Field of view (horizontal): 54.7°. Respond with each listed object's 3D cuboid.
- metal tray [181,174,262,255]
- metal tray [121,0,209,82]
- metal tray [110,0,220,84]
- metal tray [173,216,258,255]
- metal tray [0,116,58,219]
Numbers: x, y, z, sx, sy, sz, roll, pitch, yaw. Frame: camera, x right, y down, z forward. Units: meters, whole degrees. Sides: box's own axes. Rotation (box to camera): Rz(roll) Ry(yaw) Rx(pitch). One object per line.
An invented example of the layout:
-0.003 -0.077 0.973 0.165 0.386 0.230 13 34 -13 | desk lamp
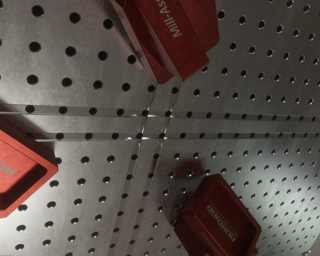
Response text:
0.101 0.149 0.492 0.130 0.030 0.090 52 50 -10 | metal tray
-0.011 -0.112 0.284 0.030 0.090 0.130 -36 123 -1 | metal tray
0.012 -0.111 0.316 0.090 0.030 0.130 -37 152 -3 | metal tray
0.099 0.199 0.549 0.131 0.090 0.030 13 112 -34 | metal tray
-0.187 0.033 0.326 0.090 0.030 0.130 -42 130 0 | metal tray
